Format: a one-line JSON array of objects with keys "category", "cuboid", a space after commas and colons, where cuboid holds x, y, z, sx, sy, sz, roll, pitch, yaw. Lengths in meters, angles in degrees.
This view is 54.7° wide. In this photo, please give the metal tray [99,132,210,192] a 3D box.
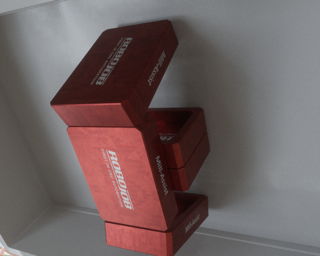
[{"category": "metal tray", "cuboid": [-0.012, 0.035, 0.394, 0.130, 0.090, 0.030, 1, 119, 27]}]

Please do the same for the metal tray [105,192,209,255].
[{"category": "metal tray", "cuboid": [0.001, 0.119, 0.410, 0.090, 0.131, 0.030, 0, 97, 27]}]

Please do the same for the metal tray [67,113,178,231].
[{"category": "metal tray", "cuboid": [-0.038, 0.048, 0.336, 0.090, 0.030, 0.129, 0, 119, 27]}]

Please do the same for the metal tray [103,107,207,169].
[{"category": "metal tray", "cuboid": [-0.019, 0.008, 0.380, 0.130, 0.090, 0.030, 1, 119, 27]}]

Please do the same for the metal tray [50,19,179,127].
[{"category": "metal tray", "cuboid": [-0.043, -0.060, 0.324, 0.090, 0.130, 0.030, 1, 139, 27]}]
